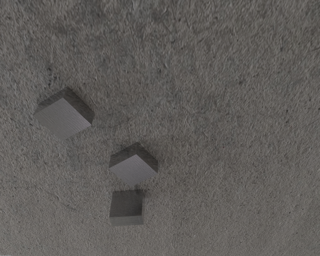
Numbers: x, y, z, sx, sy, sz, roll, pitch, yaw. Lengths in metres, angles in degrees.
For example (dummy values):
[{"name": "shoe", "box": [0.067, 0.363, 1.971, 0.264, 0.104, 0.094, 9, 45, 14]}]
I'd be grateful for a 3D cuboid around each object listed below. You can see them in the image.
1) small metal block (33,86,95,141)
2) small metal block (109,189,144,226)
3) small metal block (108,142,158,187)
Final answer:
[{"name": "small metal block", "box": [-0.120, -0.017, 0.391, 0.050, 0.025, 0.050, -26, 126, 20]}, {"name": "small metal block", "box": [-0.052, 0.128, 0.500, 0.050, 0.050, 0.025, -4, 130, 3]}, {"name": "small metal block", "box": [-0.038, 0.054, 0.453, 0.050, 0.025, 0.050, -29, 125, 22]}]
